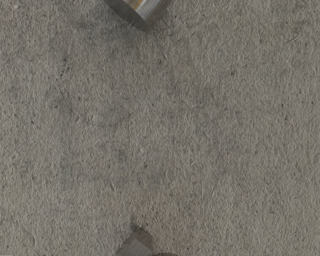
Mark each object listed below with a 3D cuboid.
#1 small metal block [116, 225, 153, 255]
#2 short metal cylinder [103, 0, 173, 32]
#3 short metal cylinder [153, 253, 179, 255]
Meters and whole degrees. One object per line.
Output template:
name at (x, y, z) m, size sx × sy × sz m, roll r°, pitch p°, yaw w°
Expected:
small metal block at (-0.035, 0.160, 0.397) m, size 0.025 × 0.050 × 0.050 m, roll 37°, pitch 90°, yaw 0°
short metal cylinder at (-0.030, -0.164, 0.382) m, size 0.080 × 0.080 × 0.050 m, roll 36°, pitch 90°, yaw 0°
short metal cylinder at (0.008, 0.210, 0.398) m, size 0.081 × 0.050 × 0.079 m, roll 0°, pitch 90°, yaw 0°
